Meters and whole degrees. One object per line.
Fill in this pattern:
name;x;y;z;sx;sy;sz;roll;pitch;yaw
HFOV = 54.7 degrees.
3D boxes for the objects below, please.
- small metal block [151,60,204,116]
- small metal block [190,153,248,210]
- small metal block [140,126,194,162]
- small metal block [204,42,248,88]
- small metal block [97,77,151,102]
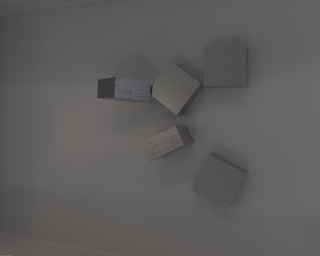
small metal block;0.021;-0.051;0.403;0.050;0.025;0.050;40;103;15
small metal block;0.074;0.065;0.384;0.050;0.025;0.050;28;99;17
small metal block;0.010;0.019;0.393;0.050;0.050;0.025;-27;81;18
small metal block;0.081;-0.076;0.382;0.050;0.025;0.050;0;90;20
small metal block;-0.048;-0.049;0.404;0.050;0.050;0.025;6;93;55
